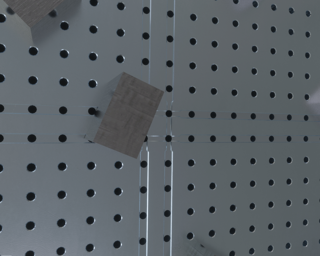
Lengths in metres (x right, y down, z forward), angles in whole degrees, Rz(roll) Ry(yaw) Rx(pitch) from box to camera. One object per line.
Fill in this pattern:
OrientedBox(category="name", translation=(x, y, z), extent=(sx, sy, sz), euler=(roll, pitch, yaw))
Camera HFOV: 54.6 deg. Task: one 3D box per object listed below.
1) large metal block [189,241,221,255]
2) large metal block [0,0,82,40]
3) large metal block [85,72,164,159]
OrientedBox(category="large metal block", translation=(0.073, 0.218, 0.426), extent=(0.080, 0.050, 0.080), euler=(35, 79, -17))
OrientedBox(category="large metal block", translation=(-0.143, -0.161, 0.346), extent=(0.080, 0.050, 0.080), euler=(-47, 105, -14))
OrientedBox(category="large metal block", translation=(-0.045, -0.013, 0.366), extent=(0.050, 0.080, 0.080), euler=(24, 82, -18))
